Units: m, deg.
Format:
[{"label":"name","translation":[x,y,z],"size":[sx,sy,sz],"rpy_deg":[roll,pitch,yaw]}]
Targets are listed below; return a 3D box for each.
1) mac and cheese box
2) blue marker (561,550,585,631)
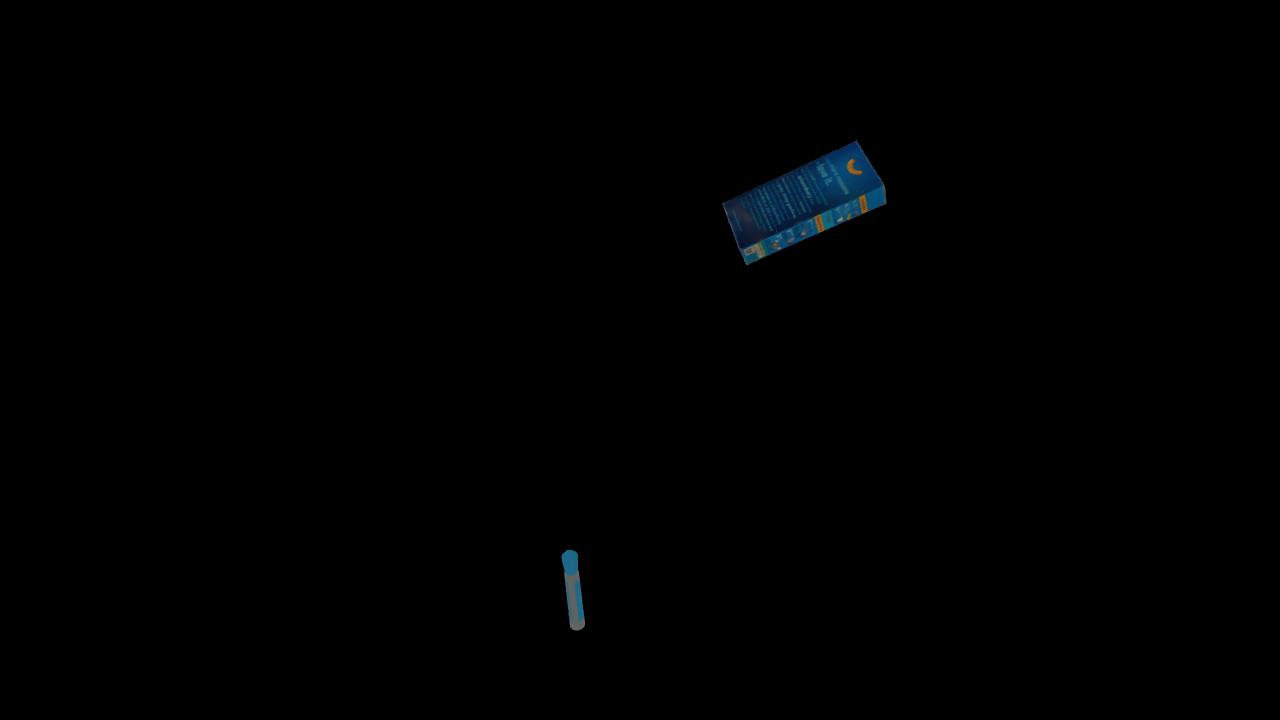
[{"label":"mac and cheese box","translation":[0.205,-0.200,0.785],"size":[0.184,0.093,0.041],"rpy_deg":[-22,-37,14]},{"label":"blue marker","translation":[-0.078,0.271,0.725],"size":[0.020,0.121,0.020],"rpy_deg":[-1,28,1]}]
